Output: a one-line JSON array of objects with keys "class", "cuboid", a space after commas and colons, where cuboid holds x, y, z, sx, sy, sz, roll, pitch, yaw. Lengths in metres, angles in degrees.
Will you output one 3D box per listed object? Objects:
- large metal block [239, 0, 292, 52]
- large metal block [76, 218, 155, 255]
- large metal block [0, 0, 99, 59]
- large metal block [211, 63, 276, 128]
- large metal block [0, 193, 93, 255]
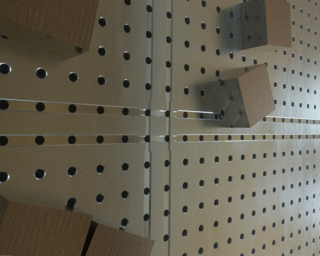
[{"class": "large metal block", "cuboid": [0.187, -0.180, 0.548, 0.081, 0.050, 0.080, -8, 95, -40]}, {"class": "large metal block", "cuboid": [-0.063, 0.148, 0.340, 0.080, 0.050, 0.080, 32, 70, -35]}, {"class": "large metal block", "cuboid": [-0.109, -0.122, 0.300, 0.080, 0.050, 0.080, 15, 81, -39]}, {"class": "large metal block", "cuboid": [0.139, -0.053, 0.507, 0.081, 0.050, 0.080, -29, 108, -36]}, {"class": "large metal block", "cuboid": [-0.121, 0.110, 0.291, 0.080, 0.050, 0.080, 24, 75, -37]}]
